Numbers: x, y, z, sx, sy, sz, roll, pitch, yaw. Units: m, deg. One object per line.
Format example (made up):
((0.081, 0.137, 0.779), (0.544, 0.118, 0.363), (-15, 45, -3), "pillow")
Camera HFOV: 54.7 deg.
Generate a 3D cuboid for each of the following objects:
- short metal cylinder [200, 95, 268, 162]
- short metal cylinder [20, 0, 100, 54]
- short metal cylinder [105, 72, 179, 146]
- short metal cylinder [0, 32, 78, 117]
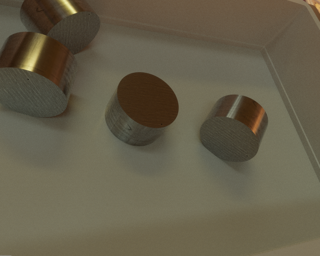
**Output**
((0.102, 0.001, 0.427), (0.080, 0.080, 0.050), (38, 51, -3), "short metal cylinder")
((-0.123, -0.133, 0.386), (0.081, 0.080, 0.050), (-30, 79, -38), "short metal cylinder")
((-0.024, -0.023, 0.393), (0.081, 0.050, 0.080), (14, 56, -21), "short metal cylinder")
((-0.134, -0.055, 0.332), (0.081, 0.080, 0.050), (18, 55, -19), "short metal cylinder")
